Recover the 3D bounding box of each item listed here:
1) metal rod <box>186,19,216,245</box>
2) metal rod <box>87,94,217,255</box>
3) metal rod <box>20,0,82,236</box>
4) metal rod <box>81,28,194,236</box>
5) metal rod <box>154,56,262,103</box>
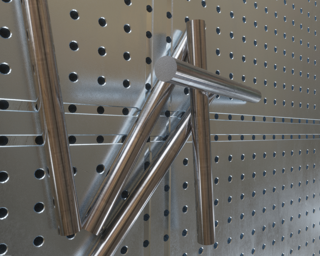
[{"bbox_3d":[0.056,0.008,0.420,0.025,0.025,0.298,-6,94,-40],"label":"metal rod"},{"bbox_3d":[0.000,0.050,0.407,0.025,0.025,0.301,50,61,-28],"label":"metal rod"},{"bbox_3d":[-0.113,-0.039,0.313,0.025,0.025,0.298,-12,98,-39],"label":"metal rod"},{"bbox_3d":[-0.016,-0.012,0.394,0.025,0.025,0.300,40,66,-33],"label":"metal rod"},{"bbox_3d":[0.086,-0.056,0.422,0.302,0.025,0.025,0,90,-57],"label":"metal rod"}]
